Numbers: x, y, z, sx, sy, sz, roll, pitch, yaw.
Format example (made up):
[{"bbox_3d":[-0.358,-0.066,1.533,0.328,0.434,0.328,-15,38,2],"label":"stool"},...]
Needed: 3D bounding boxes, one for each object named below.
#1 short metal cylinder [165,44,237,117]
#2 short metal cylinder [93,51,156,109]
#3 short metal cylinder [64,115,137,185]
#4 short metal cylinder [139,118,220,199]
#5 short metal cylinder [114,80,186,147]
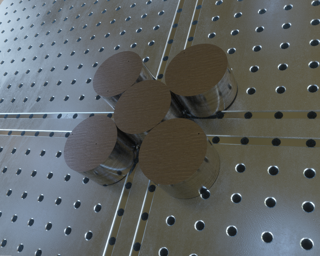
[{"bbox_3d":[0.053,-0.061,0.398,0.080,0.050,0.080,-13,56,20],"label":"short metal cylinder"},{"bbox_3d":[-0.051,-0.066,0.457,0.080,0.050,0.080,-13,56,20],"label":"short metal cylinder"},{"bbox_3d":[-0.079,0.030,0.412,0.080,0.050,0.080,-13,56,20],"label":"short metal cylinder"},{"bbox_3d":[0.023,0.035,0.357,0.080,0.050,0.080,-13,56,20],"label":"short metal cylinder"},{"bbox_3d":[-0.013,-0.016,0.407,0.080,0.050,0.080,-13,56,20],"label":"short metal cylinder"}]
